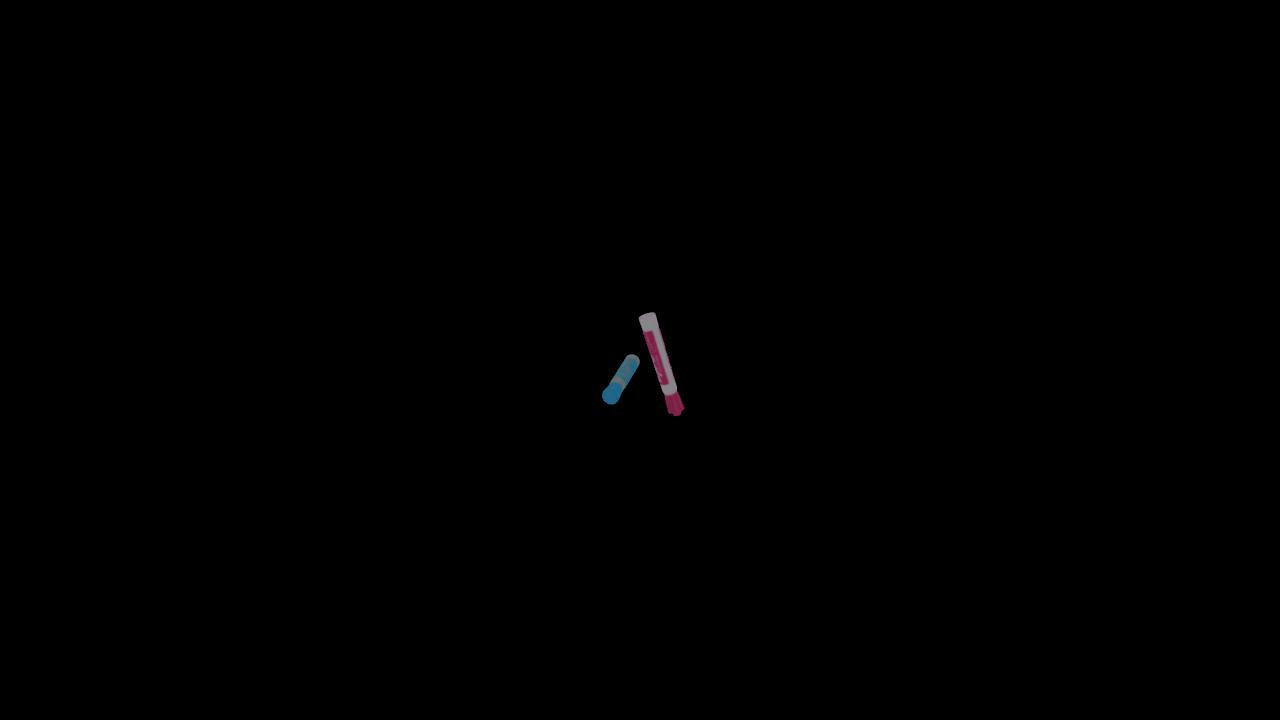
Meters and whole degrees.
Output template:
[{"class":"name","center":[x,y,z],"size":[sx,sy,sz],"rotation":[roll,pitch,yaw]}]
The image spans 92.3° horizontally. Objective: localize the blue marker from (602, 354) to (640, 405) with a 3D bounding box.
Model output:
[{"class":"blue marker","center":[-0.020,0.021,0.696],"size":[0.020,0.020,0.121],"rotation":[0,19,11]}]

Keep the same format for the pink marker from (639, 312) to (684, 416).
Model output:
[{"class":"pink marker","center":[0.025,0.007,0.673],"size":[0.020,0.121,0.020],"rotation":[-16,18,5]}]
